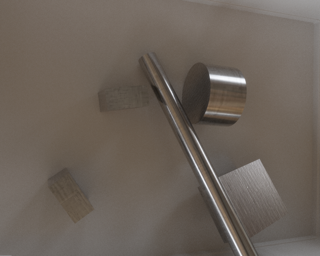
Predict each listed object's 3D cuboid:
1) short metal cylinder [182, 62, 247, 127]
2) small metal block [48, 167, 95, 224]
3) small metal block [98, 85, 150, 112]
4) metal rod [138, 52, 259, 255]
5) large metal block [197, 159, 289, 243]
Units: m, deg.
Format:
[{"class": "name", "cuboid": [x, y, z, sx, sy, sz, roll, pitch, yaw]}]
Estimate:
[{"class": "short metal cylinder", "cuboid": [0.069, -0.043, 0.408, 0.050, 0.080, 0.079, 4, 89, -20]}, {"class": "small metal block", "cuboid": [-0.104, 0.076, 0.359, 0.025, 0.050, 0.050, -35, 102, -17]}, {"class": "small metal block", "cuboid": [-0.046, -0.036, 0.381, 0.050, 0.050, 0.025, -8, 93, -20]}, {"class": "metal rod", "cuboid": [0.048, 0.040, 0.380, 0.025, 0.025, 0.299, -23, 79, -19]}, {"class": "large metal block", "cuboid": [0.111, 0.097, 0.418, 0.081, 0.050, 0.080, -16, 74, -32]}]
